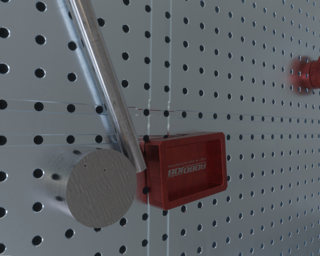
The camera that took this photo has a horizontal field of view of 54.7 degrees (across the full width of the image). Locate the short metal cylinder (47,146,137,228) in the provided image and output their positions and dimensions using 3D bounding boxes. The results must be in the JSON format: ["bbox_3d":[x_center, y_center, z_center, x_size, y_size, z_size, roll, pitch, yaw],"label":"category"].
[{"bbox_3d":[-0.072,0.061,0.333,0.081,0.050,0.079,0,90,-40],"label":"short metal cylinder"}]

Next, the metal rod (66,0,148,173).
[{"bbox_3d":[-0.072,-0.086,0.349,0.025,0.025,0.298,-29,108,-36],"label":"metal rod"}]

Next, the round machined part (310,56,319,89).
[{"bbox_3d":[0.385,-0.127,0.722,0.099,0.042,0.097,0,90,-40],"label":"round machined part"}]

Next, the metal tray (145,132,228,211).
[{"bbox_3d":[0.042,0.056,0.441,0.131,0.030,0.089,-6,94,-40],"label":"metal tray"}]
